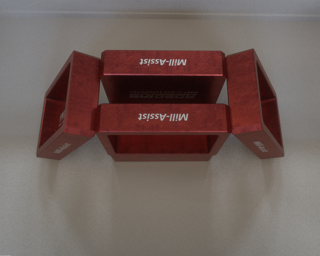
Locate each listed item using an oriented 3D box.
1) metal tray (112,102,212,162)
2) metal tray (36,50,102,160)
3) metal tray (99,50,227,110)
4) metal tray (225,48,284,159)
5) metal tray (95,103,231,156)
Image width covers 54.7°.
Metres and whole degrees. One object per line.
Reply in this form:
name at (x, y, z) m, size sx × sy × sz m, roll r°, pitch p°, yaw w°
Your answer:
metal tray at (0.002, -0.003, 0.407) m, size 0.131 × 0.030 × 0.090 m, roll 0°, pitch 70°, yaw -1°
metal tray at (-0.109, -0.019, 0.360) m, size 0.030 × 0.130 × 0.090 m, roll 12°, pitch 68°, yaw -30°
metal tray at (0.003, -0.052, 0.360) m, size 0.131 × 0.090 × 0.030 m, roll 0°, pitch 70°, yaw 0°
metal tray at (0.114, -0.021, 0.362) m, size 0.030 × 0.130 × 0.090 m, roll -11°, pitch 68°, yaw 28°
metal tray at (0.003, 0.005, 0.340) m, size 0.131 × 0.090 × 0.030 m, roll 0°, pitch 70°, yaw -1°
